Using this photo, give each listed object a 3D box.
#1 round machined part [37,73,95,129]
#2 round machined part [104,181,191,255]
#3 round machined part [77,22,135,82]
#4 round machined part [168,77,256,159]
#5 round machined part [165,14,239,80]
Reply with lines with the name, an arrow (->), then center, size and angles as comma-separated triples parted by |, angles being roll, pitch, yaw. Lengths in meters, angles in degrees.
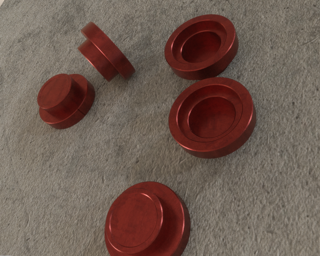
round machined part -> -0.160, -0.050, 0.508 | 0.098, 0.042, 0.098 | -13, 56, 21
round machined part -> -0.020, 0.105, 0.339 | 0.098, 0.042, 0.098 | -13, 56, 21
round machined part -> -0.086, -0.108, 0.469 | 0.042, 0.098, 0.098 | -43, 51, -1
round machined part -> 0.063, -0.008, 0.365 | 0.098, 0.042, 0.098 | -13, 56, 21
round machined part -> 0.059, -0.105, 0.426 | 0.098, 0.042, 0.098 | -13, 56, 21
